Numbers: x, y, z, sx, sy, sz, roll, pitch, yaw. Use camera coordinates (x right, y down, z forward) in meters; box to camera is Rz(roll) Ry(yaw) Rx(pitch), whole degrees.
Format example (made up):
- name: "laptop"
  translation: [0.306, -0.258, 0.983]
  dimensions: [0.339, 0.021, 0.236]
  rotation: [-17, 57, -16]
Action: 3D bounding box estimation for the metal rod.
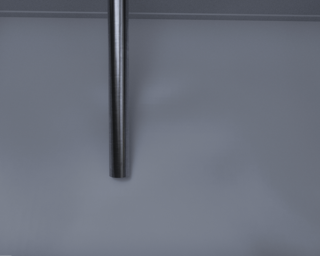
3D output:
- name: "metal rod"
  translation: [-0.050, -0.089, 0.375]
  dimensions: [0.025, 0.025, 0.298]
  rotation: [0, 96, 0]
